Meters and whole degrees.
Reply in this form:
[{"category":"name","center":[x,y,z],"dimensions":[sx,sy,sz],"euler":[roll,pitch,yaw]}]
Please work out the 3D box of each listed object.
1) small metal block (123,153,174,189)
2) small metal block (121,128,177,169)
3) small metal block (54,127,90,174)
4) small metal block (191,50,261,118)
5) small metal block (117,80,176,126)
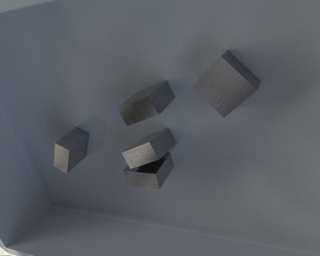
[{"category":"small metal block","center":[-0.015,0.057,0.435],"dimensions":[0.050,0.050,0.025],"euler":[2,119,27]},{"category":"small metal block","center":[-0.014,0.027,0.413],"dimensions":[0.050,0.050,0.025],"euler":[-22,98,36]},{"category":"small metal block","center":[-0.138,0.034,0.484],"dimensions":[0.025,0.050,0.050],"euler":[26,128,12]},{"category":"small metal block","center":[0.072,-0.048,0.340],"dimensions":[0.050,0.025,0.050],"euler":[43,129,-2]},{"category":"small metal block","center":[-0.016,-0.031,0.381],"dimensions":[0.050,0.050,0.025],"euler":[-17,109,34]}]
